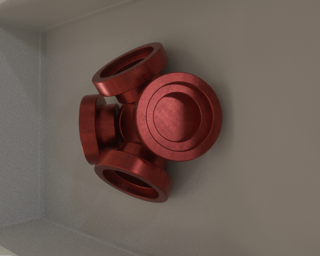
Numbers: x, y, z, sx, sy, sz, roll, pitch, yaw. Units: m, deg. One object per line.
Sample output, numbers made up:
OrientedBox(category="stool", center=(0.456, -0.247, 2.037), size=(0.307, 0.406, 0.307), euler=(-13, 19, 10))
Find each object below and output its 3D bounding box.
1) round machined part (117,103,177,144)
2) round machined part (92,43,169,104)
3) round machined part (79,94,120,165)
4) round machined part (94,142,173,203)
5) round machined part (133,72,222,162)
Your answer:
OrientedBox(category="round machined part", center=(-0.018, -0.007, 0.406), size=(0.098, 0.042, 0.097), euler=(0, 90, 39))
OrientedBox(category="round machined part", center=(-0.033, -0.066, 0.394), size=(0.098, 0.098, 0.042), euler=(-5, 125, 39))
OrientedBox(category="round machined part", center=(-0.077, 0.001, 0.431), size=(0.042, 0.098, 0.097), euler=(-5, 86, 2))
OrientedBox(category="round machined part", center=(-0.029, 0.053, 0.391), size=(0.098, 0.098, 0.042), euler=(-2, 53, 39))
OrientedBox(category="round machined part", center=(0.017, -0.012, 0.354), size=(0.042, 0.099, 0.097), euler=(171, 97, -75))
